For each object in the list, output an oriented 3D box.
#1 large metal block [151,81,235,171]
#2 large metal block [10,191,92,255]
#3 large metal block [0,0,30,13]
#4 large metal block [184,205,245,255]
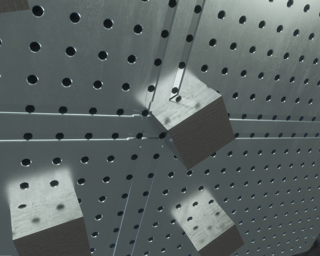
[{"bbox_3d":[0.047,-0.003,0.421,0.080,0.050,0.080,-33,129,-7],"label":"large metal block"},{"bbox_3d":[-0.141,0.139,0.406,0.081,0.050,0.079,-15,125,-21],"label":"large metal block"},{"bbox_3d":[-0.153,-0.130,0.231,0.081,0.050,0.079,-16,125,-20],"label":"large metal block"},{"bbox_3d":[0.103,0.205,0.581,0.080,0.050,0.080,-34,129,-6],"label":"large metal block"}]
